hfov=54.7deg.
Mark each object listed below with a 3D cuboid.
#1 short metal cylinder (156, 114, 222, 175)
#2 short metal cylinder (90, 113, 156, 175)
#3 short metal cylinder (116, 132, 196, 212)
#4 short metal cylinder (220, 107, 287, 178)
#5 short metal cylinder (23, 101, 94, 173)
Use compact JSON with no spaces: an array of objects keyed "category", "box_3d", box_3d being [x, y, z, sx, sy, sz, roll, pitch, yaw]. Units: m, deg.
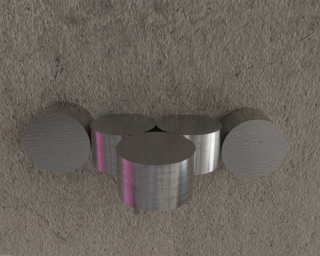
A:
[{"category":"short metal cylinder","box_3d":[0.035,0.018,0.389,0.081,0.080,0.050,0,109,0]},{"category":"short metal cylinder","box_3d":[-0.045,0.017,0.388,0.081,0.080,0.050,0,110,0]},{"category":"short metal cylinder","box_3d":[-0.004,0.042,0.323,0.081,0.080,0.050,1,111,-1]},{"category":"short metal cylinder","box_3d":[0.116,0.018,0.405,0.081,0.050,0.079,0,111,-1]},{"category":"short metal cylinder","box_3d":[-0.125,0.011,0.400,0.081,0.050,0.079,0,110,-1]}]
